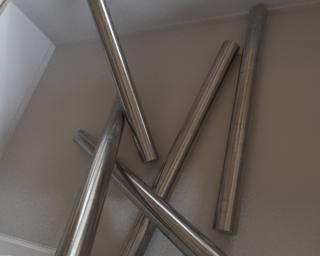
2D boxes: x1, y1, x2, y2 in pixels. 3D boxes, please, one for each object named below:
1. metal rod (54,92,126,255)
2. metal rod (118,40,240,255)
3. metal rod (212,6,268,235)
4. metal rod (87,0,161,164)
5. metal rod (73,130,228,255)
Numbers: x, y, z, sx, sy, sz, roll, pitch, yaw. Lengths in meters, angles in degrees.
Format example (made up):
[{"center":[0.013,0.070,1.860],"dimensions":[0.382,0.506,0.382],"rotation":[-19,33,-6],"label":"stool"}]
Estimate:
[{"center":[-0.060,0.031,0.334],"dimensions":[0.025,0.025,0.300],"rotation":[-22,27,15],"label":"metal rod"},{"center":[0.031,0.016,0.378],"dimensions":[0.025,0.025,0.300],"rotation":[16,69,34],"label":"metal rod"},{"center":[0.100,-0.028,0.369],"dimensions":[0.025,0.025,0.300],"rotation":[1,62,28],"label":"metal rod"},{"center":[-0.060,-0.097,0.416],"dimensions":[0.025,0.025,0.299],"rotation":[-22,78,14],"label":"metal rod"},{"center":[-0.028,0.068,0.347],"dimensions":[0.025,0.025,0.300],"rotation":[-51,43,-8],"label":"metal rod"}]
